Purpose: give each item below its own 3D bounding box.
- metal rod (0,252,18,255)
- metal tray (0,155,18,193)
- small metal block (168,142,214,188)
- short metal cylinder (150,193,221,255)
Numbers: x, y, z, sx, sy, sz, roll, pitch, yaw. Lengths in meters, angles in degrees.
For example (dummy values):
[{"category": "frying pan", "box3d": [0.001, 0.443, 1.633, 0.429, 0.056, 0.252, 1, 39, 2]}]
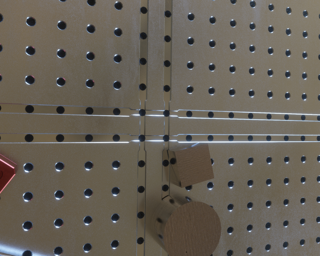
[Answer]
[{"category": "metal rod", "box3d": [-0.212, 0.139, 0.334, 0.302, 0.025, 0.025, 23, 82, -19]}, {"category": "metal tray", "box3d": [-0.234, 0.044, 0.323, 0.130, 0.030, 0.090, 38, 78, -16]}, {"category": "small metal block", "box3d": [0.043, 0.050, 0.430, 0.050, 0.025, 0.050, -13, 95, -20]}, {"category": "short metal cylinder", "box3d": [0.033, 0.132, 0.413, 0.081, 0.050, 0.079, 0, 90, -20]}]
